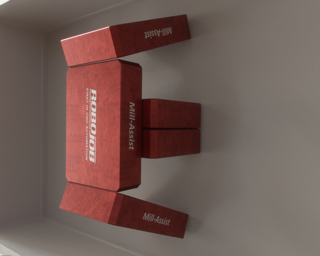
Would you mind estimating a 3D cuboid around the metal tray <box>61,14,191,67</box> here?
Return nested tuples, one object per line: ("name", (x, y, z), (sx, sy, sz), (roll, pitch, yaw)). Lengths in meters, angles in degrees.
("metal tray", (-0.036, -0.104, 0.365), (0.090, 0.131, 0.030), (1, 111, 40))

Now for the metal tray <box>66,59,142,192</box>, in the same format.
("metal tray", (-0.063, -0.003, 0.336), (0.090, 0.030, 0.129), (1, 91, 39))

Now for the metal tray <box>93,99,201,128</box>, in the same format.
("metal tray", (-0.027, -0.016, 0.385), (0.130, 0.091, 0.030), (1, 91, 40))

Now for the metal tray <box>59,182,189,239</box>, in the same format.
("metal tray", (-0.038, 0.099, 0.366), (0.090, 0.130, 0.030), (1, 69, 39))

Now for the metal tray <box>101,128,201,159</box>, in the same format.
("metal tray", (-0.027, 0.015, 0.386), (0.130, 0.091, 0.030), (1, 91, 40))
